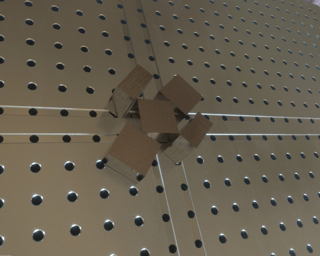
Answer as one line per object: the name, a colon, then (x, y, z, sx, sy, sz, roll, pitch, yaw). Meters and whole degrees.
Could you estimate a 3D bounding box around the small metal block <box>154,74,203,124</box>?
small metal block: (0.026, -0.042, 0.447, 0.050, 0.025, 0.050, 43, 51, 1)

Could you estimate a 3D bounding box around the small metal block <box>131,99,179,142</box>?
small metal block: (-0.007, -0.009, 0.409, 0.050, 0.025, 0.050, 3, 59, -25)

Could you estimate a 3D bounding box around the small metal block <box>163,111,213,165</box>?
small metal block: (0.036, 0.013, 0.402, 0.025, 0.050, 0.050, 41, 51, 0)

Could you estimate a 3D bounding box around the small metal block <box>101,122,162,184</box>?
small metal block: (-0.033, 0.030, 0.371, 0.050, 0.025, 0.050, 33, 51, -7)

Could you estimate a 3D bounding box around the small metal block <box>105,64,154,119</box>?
small metal block: (-0.040, -0.046, 0.398, 0.025, 0.050, 0.050, 38, 52, -4)
